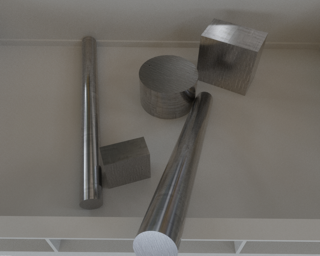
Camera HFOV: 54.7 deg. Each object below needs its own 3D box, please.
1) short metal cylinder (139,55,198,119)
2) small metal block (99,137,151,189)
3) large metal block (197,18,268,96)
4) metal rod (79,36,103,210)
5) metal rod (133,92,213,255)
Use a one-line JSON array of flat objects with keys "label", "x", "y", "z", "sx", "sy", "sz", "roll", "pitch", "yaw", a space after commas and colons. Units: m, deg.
[{"label": "short metal cylinder", "x": 0.012, "y": -0.058, "z": 0.438, "sx": 0.081, "sy": 0.050, "sz": 0.080, "roll": 0, "pitch": 50, "yaw": 0}, {"label": "small metal block", "x": -0.039, "y": 0.040, "z": 0.354, "sx": 0.050, "sy": 0.050, "sz": 0.025, "roll": -14, "pitch": 52, "yaw": -12}, {"label": "large metal block", "x": 0.103, "y": -0.104, "z": 0.459, "sx": 0.080, "sy": 0.080, "sz": 0.050, "roll": 22, "pitch": 53, "yaw": 17}, {"label": "metal rod", "x": -0.097, "y": -0.031, "z": 0.429, "sx": 0.025, "sy": 0.025, "sz": 0.300, "roll": -7, "pitch": 50, "yaw": -6}, {"label": "metal rod", "x": 0.030, "y": 0.013, "z": 0.305, "sx": 0.025, "sy": 0.025, "sz": 0.301, "roll": 11, "pitch": 23, "yaw": 9}]
